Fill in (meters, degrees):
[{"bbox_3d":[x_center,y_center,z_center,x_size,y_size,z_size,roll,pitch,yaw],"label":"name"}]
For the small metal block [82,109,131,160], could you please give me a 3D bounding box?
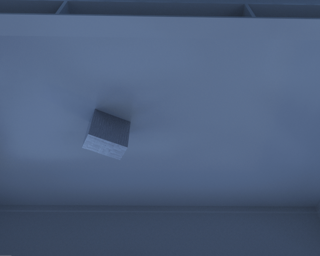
[{"bbox_3d":[-0.068,0.008,0.399,0.050,0.050,0.025,21,127,-17],"label":"small metal block"}]
